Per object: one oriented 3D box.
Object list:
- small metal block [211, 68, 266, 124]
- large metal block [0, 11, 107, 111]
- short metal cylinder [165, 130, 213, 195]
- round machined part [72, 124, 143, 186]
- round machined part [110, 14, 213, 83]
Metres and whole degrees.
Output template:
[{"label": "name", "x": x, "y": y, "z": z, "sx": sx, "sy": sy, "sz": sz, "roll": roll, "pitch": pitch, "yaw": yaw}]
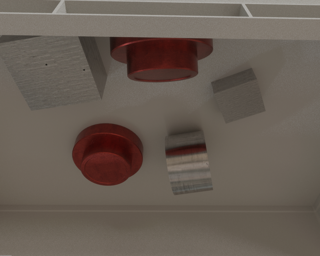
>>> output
[{"label": "small metal block", "x": 0.096, "y": -0.038, "z": 0.378, "sx": 0.050, "sy": 0.025, "sz": 0.050, "roll": -19, "pitch": 128, "yaw": 14}, {"label": "large metal block", "x": -0.110, "y": -0.070, "z": 0.331, "sx": 0.080, "sy": 0.050, "sz": 0.080, "roll": -8, "pitch": 130, "yaw": 6}, {"label": "short metal cylinder", "x": 0.039, "y": 0.046, "z": 0.413, "sx": 0.050, "sy": 0.080, "sz": 0.080, "roll": -9, "pitch": 130, "yaw": 7}, {"label": "round machined part", "x": -0.073, "y": 0.044, "z": 0.434, "sx": 0.099, "sy": 0.042, "sz": 0.097, "roll": -1, "pitch": 130, "yaw": 0}, {"label": "round machined part", "x": 0.002, "y": -0.071, "z": 0.300, "sx": 0.099, "sy": 0.098, "sz": 0.042, "roll": -3, "pitch": 88, "yaw": 2}]
